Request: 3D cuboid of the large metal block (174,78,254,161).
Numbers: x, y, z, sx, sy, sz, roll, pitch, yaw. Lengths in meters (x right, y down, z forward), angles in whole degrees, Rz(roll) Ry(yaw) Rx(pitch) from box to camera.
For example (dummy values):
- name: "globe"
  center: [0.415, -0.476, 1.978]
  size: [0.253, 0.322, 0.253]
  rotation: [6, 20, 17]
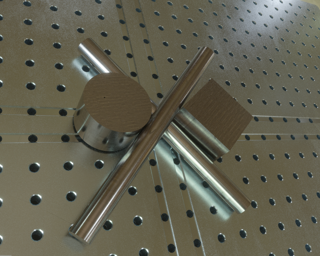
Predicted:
- name: "large metal block"
  center: [0.069, -0.010, 0.430]
  size: [0.080, 0.050, 0.080]
  rotation: [44, 51, 2]

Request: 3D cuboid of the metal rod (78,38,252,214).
- name: "metal rod"
  center: [0.004, -0.005, 0.408]
  size: [0.300, 0.025, 0.025]
  rotation: [46, 51, 3]

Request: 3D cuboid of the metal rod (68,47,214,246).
- name: "metal rod"
  center: [-0.005, -0.001, 0.374]
  size: [0.025, 0.025, 0.301]
  rotation: [37, 59, -4]

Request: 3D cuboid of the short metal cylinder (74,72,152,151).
- name: "short metal cylinder"
  center: [-0.057, -0.019, 0.368]
  size: [0.081, 0.050, 0.080]
  rotation: [14, 56, -21]
